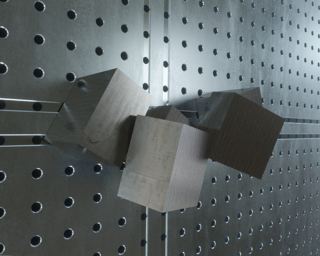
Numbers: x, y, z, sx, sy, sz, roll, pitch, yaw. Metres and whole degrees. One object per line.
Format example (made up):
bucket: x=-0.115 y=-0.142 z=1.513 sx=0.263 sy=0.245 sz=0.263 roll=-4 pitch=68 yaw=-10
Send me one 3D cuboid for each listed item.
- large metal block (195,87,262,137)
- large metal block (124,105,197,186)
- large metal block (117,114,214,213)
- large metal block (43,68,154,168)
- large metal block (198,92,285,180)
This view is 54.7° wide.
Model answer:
large metal block: x=0.107 y=-0.014 z=0.465 sx=0.050 sy=0.080 sz=0.079 roll=-21 pitch=104 yaw=-38
large metal block: x=0.008 y=0.027 z=0.401 sx=0.080 sy=0.050 sz=0.080 roll=39 pitch=66 yaw=-33
large metal block: x=0.009 y=0.036 z=0.317 sx=0.080 sy=0.050 sz=0.080 roll=17 pitch=86 yaw=-60
large metal block: x=-0.064 y=-0.010 z=0.320 sx=0.050 sy=0.080 sz=0.080 roll=37 pitch=67 yaw=-34
large metal block: x=0.094 y=0.008 z=0.384 sx=0.080 sy=0.050 sz=0.080 roll=23 pitch=88 yaw=-22
